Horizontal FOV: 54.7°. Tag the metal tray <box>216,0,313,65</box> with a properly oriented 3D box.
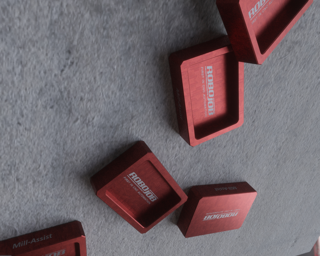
[{"bbox_3d":[0.127,-0.149,0.359,0.130,0.030,0.090,-49,131,-16],"label":"metal tray"}]

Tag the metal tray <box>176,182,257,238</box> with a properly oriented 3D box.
[{"bbox_3d":[0.102,0.144,0.551,0.131,0.030,0.089,2,118,-30],"label":"metal tray"}]

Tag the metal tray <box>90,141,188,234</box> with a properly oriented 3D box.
[{"bbox_3d":[-0.025,0.089,0.446,0.090,0.030,0.130,-38,130,-3],"label":"metal tray"}]

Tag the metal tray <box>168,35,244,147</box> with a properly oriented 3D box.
[{"bbox_3d":[0.066,-0.047,0.412,0.091,0.030,0.129,-22,127,-16],"label":"metal tray"}]

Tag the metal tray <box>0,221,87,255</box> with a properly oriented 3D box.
[{"bbox_3d":[-0.169,0.186,0.426,0.131,0.030,0.089,-10,123,-24],"label":"metal tray"}]
